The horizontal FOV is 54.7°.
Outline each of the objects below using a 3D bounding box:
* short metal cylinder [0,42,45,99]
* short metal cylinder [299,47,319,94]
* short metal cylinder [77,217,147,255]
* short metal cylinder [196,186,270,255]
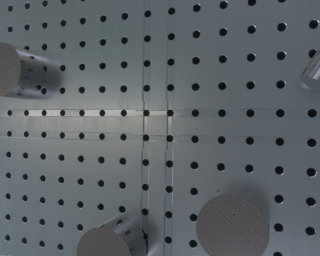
[{"bbox_3d":[-0.228,-0.087,0.480,0.080,0.050,0.079,0,90,20],"label":"short metal cylinder"},{"bbox_3d":[0.193,-0.054,0.315,0.080,0.080,0.050,35,101,16],"label":"short metal cylinder"},{"bbox_3d":[-0.064,0.168,0.422,0.080,0.050,0.079,0,90,20],"label":"short metal cylinder"},{"bbox_3d":[0.088,0.114,0.368,0.080,0.050,0.079,0,90,20],"label":"short metal cylinder"}]
